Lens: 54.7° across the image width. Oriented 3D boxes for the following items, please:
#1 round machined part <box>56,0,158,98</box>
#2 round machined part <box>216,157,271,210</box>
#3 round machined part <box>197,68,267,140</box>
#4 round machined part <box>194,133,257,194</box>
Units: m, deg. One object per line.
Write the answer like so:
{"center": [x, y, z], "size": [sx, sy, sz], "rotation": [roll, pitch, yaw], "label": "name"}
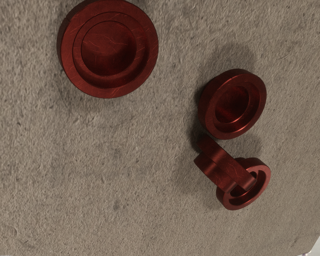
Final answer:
{"center": [-0.055, -0.083, 0.316], "size": [0.099, 0.042, 0.097], "rotation": [-14, 125, -21], "label": "round machined part"}
{"center": [0.135, 0.089, 0.525], "size": [0.099, 0.042, 0.097], "rotation": [-17, 129, -22], "label": "round machined part"}
{"center": [0.094, -0.036, 0.427], "size": [0.099, 0.042, 0.097], "rotation": [-14, 125, -21], "label": "round machined part"}
{"center": [0.087, 0.055, 0.444], "size": [0.042, 0.098, 0.098], "rotation": [-47, 130, 5], "label": "round machined part"}
